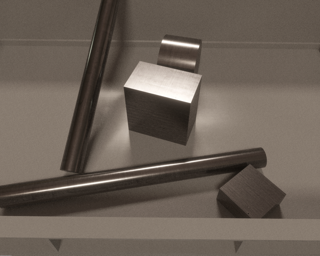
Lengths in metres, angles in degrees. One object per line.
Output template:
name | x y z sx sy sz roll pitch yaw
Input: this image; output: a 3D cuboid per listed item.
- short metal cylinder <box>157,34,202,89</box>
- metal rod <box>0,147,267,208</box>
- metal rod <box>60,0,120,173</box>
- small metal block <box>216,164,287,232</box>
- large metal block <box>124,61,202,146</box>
short metal cylinder | 0.028 -0.090 0.446 0.050 0.080 0.080 11 51 8
metal rod | -0.025 0.056 0.357 0.302 0.025 0.025 -8 51 -7
metal rod | -0.081 -0.091 0.402 0.025 0.025 0.299 8 75 6
small metal block | 0.100 0.076 0.342 0.050 0.025 0.050 -32 57 -24
large metal block | 0.004 -0.030 0.395 0.080 0.080 0.050 15 52 12
